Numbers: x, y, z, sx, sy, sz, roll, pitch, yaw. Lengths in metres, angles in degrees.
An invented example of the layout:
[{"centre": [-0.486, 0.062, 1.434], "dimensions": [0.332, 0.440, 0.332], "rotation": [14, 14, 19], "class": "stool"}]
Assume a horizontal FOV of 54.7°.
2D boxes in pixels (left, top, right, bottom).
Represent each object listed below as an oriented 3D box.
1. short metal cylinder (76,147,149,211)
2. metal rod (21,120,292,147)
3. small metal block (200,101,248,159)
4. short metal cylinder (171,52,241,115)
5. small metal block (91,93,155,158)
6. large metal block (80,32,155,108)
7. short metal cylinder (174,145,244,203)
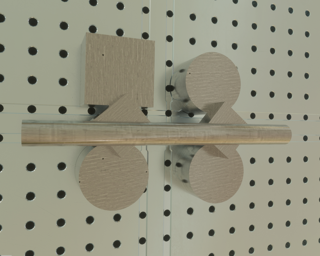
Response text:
[{"centre": [-0.060, 0.054, 0.376], "dimensions": [0.081, 0.050, 0.080], "rotation": [0, 90, -20], "class": "short metal cylinder"}, {"centre": [0.015, 0.006, 0.338], "dimensions": [0.302, 0.025, 0.025], "rotation": [1, 90, -20], "class": "metal rod"}, {"centre": [0.077, 0.003, 0.388], "dimensions": [0.050, 0.025, 0.050], "rotation": [42, 77, -15], "class": "small metal block"}, {"centre": [0.061, -0.058, 0.422], "dimensions": [0.081, 0.050, 0.080], "rotation": [0, 90, -20], "class": "short metal cylinder"}, {"centre": [-0.043, -0.003, 0.344], "dimensions": [0.050, 0.025, 0.050], "rotation": [-42, 103, -15], "class": "small metal block"}, {"centre": [-0.053, -0.065, 0.379], "dimensions": [0.081, 0.050, 0.080], "rotation": [1, 90, -20], "class": "large metal block"}, {"centre": [0.066, 0.057, 0.424], "dimensions": [0.081, 0.050, 0.080], "rotation": [0, 90, -20], "class": "short metal cylinder"}]
